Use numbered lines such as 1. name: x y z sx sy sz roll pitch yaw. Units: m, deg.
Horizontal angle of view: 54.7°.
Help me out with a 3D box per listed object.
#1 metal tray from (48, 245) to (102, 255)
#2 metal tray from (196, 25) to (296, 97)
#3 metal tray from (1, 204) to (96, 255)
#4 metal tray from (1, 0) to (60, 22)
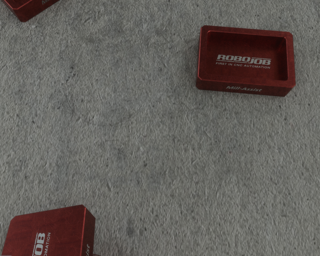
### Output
1. metal tray: -0.082 0.186 0.336 0.131 0.030 0.090 14 70 5
2. metal tray: 0.120 -0.096 0.441 0.131 0.030 0.090 5 70 2
3. metal tray: -0.118 0.150 0.317 0.090 0.030 0.130 -11 48 7
4. metal tray: -0.193 -0.237 0.490 0.130 0.030 0.090 -40 75 -14
